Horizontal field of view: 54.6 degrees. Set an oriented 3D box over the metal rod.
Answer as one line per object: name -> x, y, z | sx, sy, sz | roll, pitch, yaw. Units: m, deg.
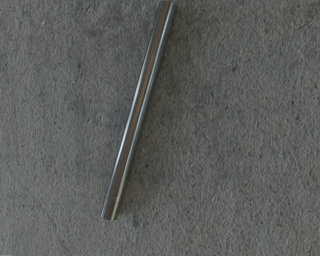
metal rod -> -0.030, -0.019, 0.419 | 0.025, 0.025, 0.298 | 18, 96, 19
